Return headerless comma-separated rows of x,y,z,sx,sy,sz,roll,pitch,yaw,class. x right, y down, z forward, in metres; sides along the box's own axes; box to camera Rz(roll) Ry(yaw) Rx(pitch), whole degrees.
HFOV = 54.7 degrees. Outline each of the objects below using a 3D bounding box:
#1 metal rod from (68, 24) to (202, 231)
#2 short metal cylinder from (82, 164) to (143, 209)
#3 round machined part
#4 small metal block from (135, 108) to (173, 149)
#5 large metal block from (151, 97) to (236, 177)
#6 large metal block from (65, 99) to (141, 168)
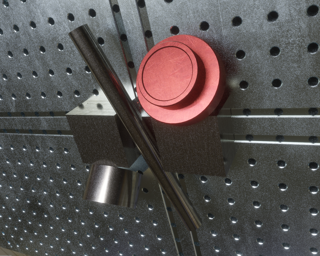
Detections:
-0.023,0.011,0.397,0.025,0.025,0.299,-19,109,35,metal rod
-0.070,0.087,0.458,0.080,0.050,0.080,9,164,3,short metal cylinder
0.016,-0.052,0.328,0.098,0.042,0.097,-4,82,27,round machined part
-0.010,0.001,0.418,0.050,0.025,0.050,1,119,28,small metal block
0.043,0.010,0.379,0.080,0.050,0.080,1,119,27,large metal block
-0.074,0.006,0.439,0.080,0.050,0.080,2,120,27,large metal block
